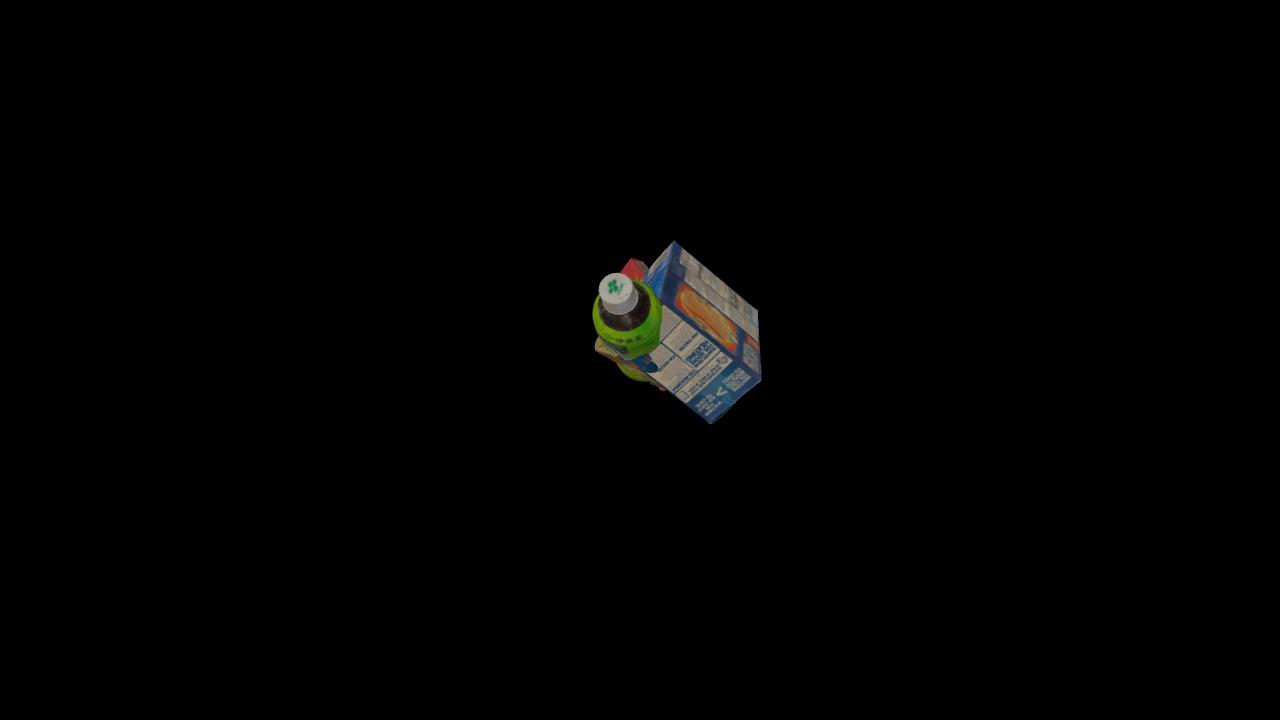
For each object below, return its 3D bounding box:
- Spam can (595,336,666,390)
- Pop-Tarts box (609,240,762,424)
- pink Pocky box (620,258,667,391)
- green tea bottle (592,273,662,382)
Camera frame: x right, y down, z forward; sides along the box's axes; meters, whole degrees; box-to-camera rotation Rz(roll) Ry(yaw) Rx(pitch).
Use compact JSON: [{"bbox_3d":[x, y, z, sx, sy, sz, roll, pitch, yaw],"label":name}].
[{"bbox_3d":[0.007,-0.011,0.678,0.085,0.058,0.101,30,-5,-23],"label":"Spam can"},{"bbox_3d":[0.058,-0.036,0.698,0.141,0.083,0.167,37,30,-13],"label":"Pop-Tarts box"},{"bbox_3d":[0.013,-0.045,0.763,0.029,0.155,0.084,0,-44,-53],"label":"pink Pocky box"},{"bbox_3d":[-0.007,-0.033,0.631,0.073,0.073,0.212,0,-14,7],"label":"green tea bottle"}]
